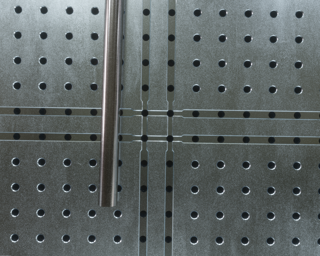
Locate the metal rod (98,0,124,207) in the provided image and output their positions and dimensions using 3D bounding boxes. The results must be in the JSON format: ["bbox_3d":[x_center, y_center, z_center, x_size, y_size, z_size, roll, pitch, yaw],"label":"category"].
[{"bbox_3d":[-0.065,-0.047,0.412,0.025,0.025,0.298,2,90,0],"label":"metal rod"}]
